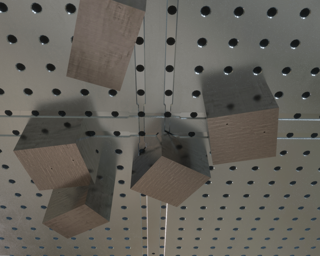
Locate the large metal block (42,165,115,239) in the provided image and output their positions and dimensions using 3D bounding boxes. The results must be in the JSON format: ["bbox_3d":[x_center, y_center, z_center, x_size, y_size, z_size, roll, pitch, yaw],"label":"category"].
[{"bbox_3d":[-0.119,0.107,0.465,0.080,0.080,0.050,-27,125,20],"label":"large metal block"}]

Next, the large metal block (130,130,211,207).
[{"bbox_3d":[0.014,0.061,0.447,0.080,0.050,0.080,26,125,-21],"label":"large metal block"}]

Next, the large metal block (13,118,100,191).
[{"bbox_3d":[-0.136,0.037,0.425,0.080,0.050,0.080,-7,130,5],"label":"large metal block"}]

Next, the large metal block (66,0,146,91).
[{"bbox_3d":[-0.049,-0.095,0.294,0.050,0.080,0.079,15,129,-13],"label":"large metal block"}]

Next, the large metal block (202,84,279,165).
[{"bbox_3d":[0.101,-0.003,0.394,0.080,0.050,0.080,-9,130,7],"label":"large metal block"}]
